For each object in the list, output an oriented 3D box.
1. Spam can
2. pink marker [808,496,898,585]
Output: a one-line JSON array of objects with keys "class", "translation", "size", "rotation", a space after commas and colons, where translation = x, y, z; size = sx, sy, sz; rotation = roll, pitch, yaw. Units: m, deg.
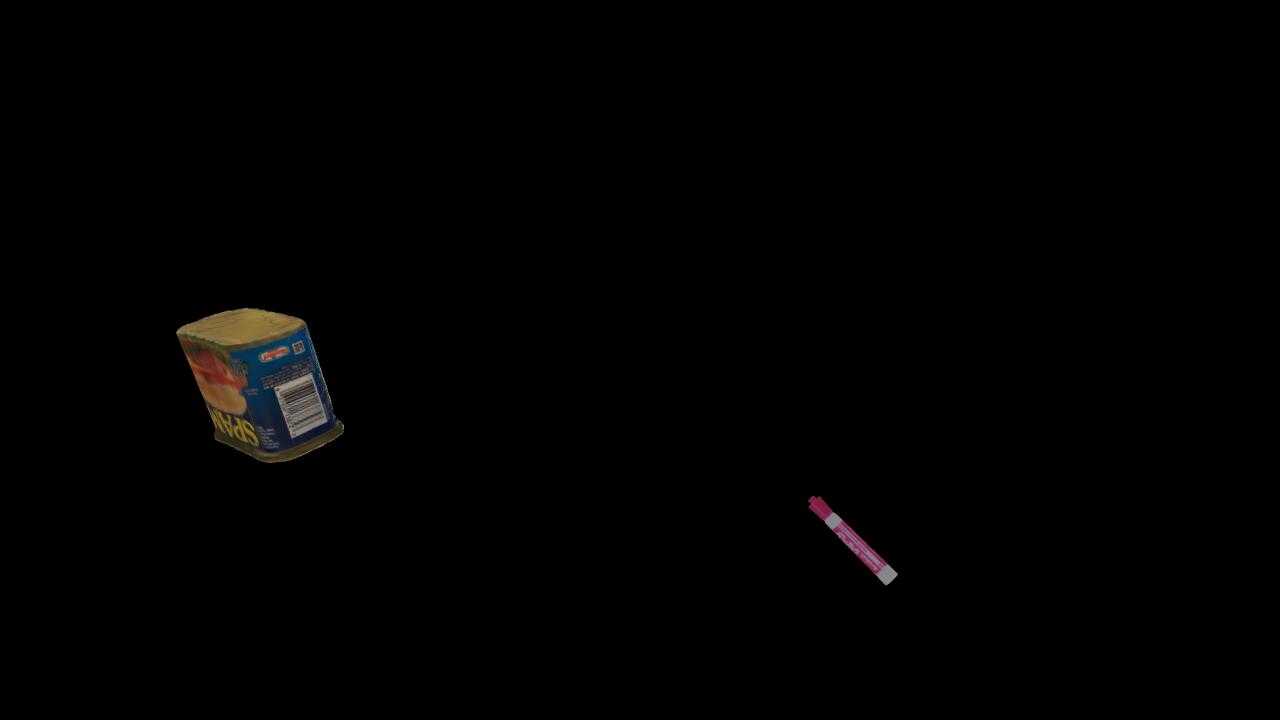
[{"class": "Spam can", "translation": [-0.265, 0.014, 0.429], "size": [0.101, 0.085, 0.058], "rotation": [10, 27, 32]}, {"class": "pink marker", "translation": [0.240, 0.203, 0.704], "size": [0.121, 0.020, 0.020], "rotation": [46, 22, 23]}]
